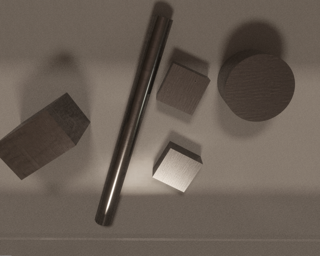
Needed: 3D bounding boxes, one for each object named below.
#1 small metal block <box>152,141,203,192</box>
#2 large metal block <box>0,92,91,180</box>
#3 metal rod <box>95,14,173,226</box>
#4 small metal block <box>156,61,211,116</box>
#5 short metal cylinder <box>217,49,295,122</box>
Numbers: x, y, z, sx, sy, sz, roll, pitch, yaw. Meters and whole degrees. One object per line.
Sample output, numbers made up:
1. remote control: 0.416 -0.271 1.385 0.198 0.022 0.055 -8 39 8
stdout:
1. small metal block: 0.024 0.054 0.432 0.050 0.025 0.050 27 108 -10
2. large metal block: -0.141 0.007 0.383 0.080 0.080 0.050 -32 107 10
3. metal rod: -0.040 0.003 0.412 0.025 0.025 0.298 16 109 -6
4. small metal block: 0.029 -0.051 0.393 0.050 0.025 0.050 23 108 -9
5. short metal cylinder: 0.115 -0.053 0.380 0.081 0.050 0.079 0 110 -1
